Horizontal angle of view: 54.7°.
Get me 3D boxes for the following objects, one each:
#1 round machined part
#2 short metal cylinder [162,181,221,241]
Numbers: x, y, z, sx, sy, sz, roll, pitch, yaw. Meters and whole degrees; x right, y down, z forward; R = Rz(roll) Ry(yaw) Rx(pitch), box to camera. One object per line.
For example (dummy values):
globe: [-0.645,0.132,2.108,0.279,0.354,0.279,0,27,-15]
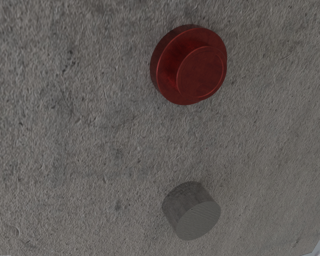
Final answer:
round machined part: [0.041,-0.071,0.374,0.099,0.042,0.097,-14,124,-21]
short metal cylinder: [0.050,0.134,0.501,0.081,0.050,0.079,-14,124,-21]
